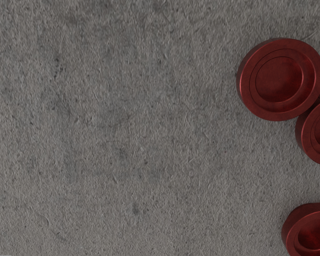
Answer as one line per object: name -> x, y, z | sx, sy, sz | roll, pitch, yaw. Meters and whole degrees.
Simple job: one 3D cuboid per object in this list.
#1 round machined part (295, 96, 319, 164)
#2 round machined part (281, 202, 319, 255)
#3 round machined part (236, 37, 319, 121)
round machined part -> 0.224, -0.003, 0.402 | 0.099, 0.042, 0.097 | 0, 110, 0
round machined part -> 0.228, 0.151, 0.458 | 0.099, 0.042, 0.097 | 0, 110, 0
round machined part -> 0.142, -0.061, 0.379 | 0.099, 0.042, 0.097 | 0, 110, 0
